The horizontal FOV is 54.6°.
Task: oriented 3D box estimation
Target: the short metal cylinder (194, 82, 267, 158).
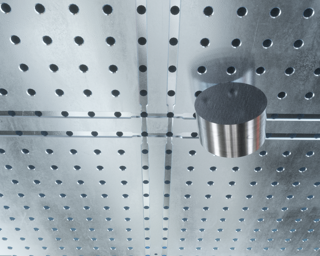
[{"bbox_3d":[0.084,-0.011,0.367,0.080,0.080,0.050,-8,130,6],"label":"short metal cylinder"}]
